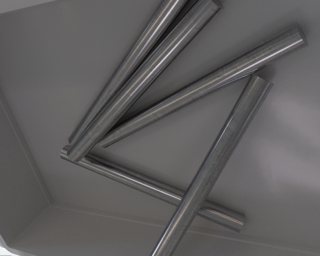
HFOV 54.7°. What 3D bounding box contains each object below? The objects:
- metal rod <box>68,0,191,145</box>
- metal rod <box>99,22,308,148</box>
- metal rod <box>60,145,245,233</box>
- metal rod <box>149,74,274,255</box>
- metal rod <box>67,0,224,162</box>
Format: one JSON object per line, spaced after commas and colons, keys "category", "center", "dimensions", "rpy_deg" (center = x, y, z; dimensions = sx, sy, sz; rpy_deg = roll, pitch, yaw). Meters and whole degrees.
{"category": "metal rod", "center": [-0.052, -0.062, 0.397], "dimensions": [0.025, 0.025, 0.298], "rpy_deg": [43, 129, -2]}
{"category": "metal rod", "center": [0.023, -0.034, 0.375], "dimensions": [0.299, 0.025, 0.025], "rpy_deg": [-26, 104, 37]}
{"category": "metal rod", "center": [-0.022, 0.087, 0.473], "dimensions": [0.301, 0.025, 0.025], "rpy_deg": [19, 126, 17]}
{"category": "metal rod", "center": [0.044, 0.076, 0.367], "dimensions": [0.025, 0.025, 0.298], "rpy_deg": [29, 108, 9]}
{"category": "metal rod", "center": [-0.038, -0.042, 0.386], "dimensions": [0.025, 0.025, 0.299], "rpy_deg": [45, 124, -4]}
